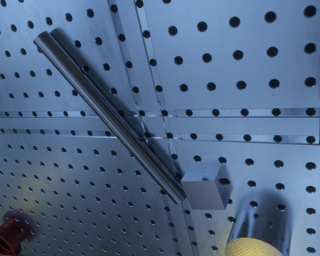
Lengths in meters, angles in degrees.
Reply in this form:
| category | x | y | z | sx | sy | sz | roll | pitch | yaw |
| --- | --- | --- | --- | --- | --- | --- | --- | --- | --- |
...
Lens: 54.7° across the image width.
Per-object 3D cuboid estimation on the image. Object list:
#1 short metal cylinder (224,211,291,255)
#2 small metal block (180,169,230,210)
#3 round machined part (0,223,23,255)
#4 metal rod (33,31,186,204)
| category | x | y | z | sx | sy | sz | roll | pitch | yaw |
| --- | --- | --- | --- | --- | --- | --- | --- | --- | --- |
| short metal cylinder | 0.134 | 0.161 | 0.423 | 0.080 | 0.050 | 0.079 | 13 | 124 | 20 |
| small metal block | 0.063 | 0.086 | 0.430 | 0.050 | 0.025 | 0.050 | -9 | 114 | 31 |
| round machined part | -0.380 | 0.274 | 0.765 | 0.098 | 0.042 | 0.097 | 13 | 124 | 20 |
| metal rod | -0.064 | -0.009 | 0.437 | 0.025 | 0.025 | 0.300 | -34 | 100 | 38 |
